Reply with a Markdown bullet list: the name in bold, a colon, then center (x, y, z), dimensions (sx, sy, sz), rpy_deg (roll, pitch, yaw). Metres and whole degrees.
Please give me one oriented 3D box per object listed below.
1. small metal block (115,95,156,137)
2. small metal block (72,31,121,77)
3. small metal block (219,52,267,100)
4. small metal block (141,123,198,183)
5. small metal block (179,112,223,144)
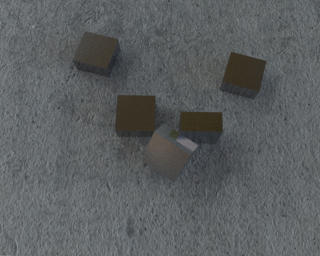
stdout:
- **small metal block**: center (-0.032, -0.016, 0.413), dimensions (0.050, 0.025, 0.050), rpy_deg (1, 70, 0)
- **small metal block**: center (-0.090, -0.106, 0.446), dimensions (0.050, 0.025, 0.050), rpy_deg (15, 71, 5)
- **small metal block**: center (0.116, -0.074, 0.436), dimensions (0.050, 0.025, 0.050), rpy_deg (17, 71, 6)
- **small metal block**: center (0.011, 0.031, 0.381), dimensions (0.050, 0.050, 0.025), rpy_deg (33, 36, 11)
- **small metal block**: center (0.050, 0.001, 0.395), dimensions (0.050, 0.050, 0.025), rpy_deg (1, 70, 0)
